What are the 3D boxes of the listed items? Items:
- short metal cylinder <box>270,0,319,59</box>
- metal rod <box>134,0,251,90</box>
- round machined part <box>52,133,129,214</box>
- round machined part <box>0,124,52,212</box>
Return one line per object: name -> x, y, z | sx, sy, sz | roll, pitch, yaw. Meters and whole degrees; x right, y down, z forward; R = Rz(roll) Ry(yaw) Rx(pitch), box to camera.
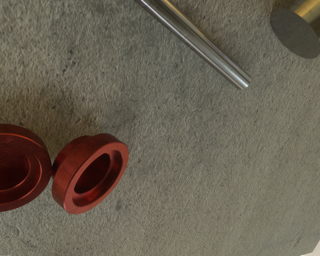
short metal cylinder -> 0.188, -0.134, 0.391 | 0.050, 0.080, 0.080 | -42, 130, 0
metal rod -> 0.011, -0.122, 0.337 | 0.301, 0.025, 0.025 | 29, 102, -38
round machined part -> -0.085, 0.047, 0.361 | 0.098, 0.042, 0.097 | -43, 153, -29
round machined part -> -0.169, 0.038, 0.327 | 0.099, 0.042, 0.097 | -14, 124, -21
